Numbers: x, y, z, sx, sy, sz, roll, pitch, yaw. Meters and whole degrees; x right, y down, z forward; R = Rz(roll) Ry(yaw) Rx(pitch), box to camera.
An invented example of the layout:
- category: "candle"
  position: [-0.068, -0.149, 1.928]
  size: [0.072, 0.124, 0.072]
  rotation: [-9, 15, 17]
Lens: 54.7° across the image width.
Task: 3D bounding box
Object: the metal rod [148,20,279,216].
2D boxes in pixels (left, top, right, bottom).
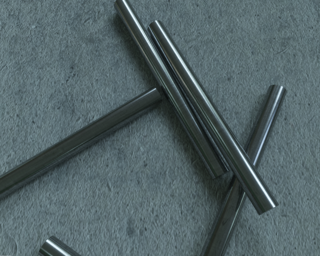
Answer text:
- category: "metal rod"
  position: [0.057, -0.030, 0.403]
  size: [0.025, 0.025, 0.299]
  rotation: [-24, 66, -8]

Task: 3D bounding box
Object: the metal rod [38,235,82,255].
- category: "metal rod"
  position: [-0.004, 0.211, 0.330]
  size: [0.301, 0.025, 0.025]
  rotation: [31, 73, 10]

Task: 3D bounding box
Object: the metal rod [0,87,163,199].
- category: "metal rod"
  position: [-0.129, 0.032, 0.395]
  size: [0.301, 0.025, 0.025]
  rotation: [-32, 73, -11]

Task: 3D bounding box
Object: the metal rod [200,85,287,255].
- category: "metal rod"
  position: [0.097, 0.074, 0.381]
  size: [0.025, 0.025, 0.300]
  rotation: [25, 72, 8]

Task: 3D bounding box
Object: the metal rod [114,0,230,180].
- category: "metal rod"
  position: [0.008, -0.066, 0.432]
  size: [0.025, 0.025, 0.299]
  rotation: [-26, 72, -9]
